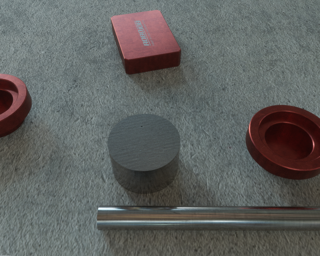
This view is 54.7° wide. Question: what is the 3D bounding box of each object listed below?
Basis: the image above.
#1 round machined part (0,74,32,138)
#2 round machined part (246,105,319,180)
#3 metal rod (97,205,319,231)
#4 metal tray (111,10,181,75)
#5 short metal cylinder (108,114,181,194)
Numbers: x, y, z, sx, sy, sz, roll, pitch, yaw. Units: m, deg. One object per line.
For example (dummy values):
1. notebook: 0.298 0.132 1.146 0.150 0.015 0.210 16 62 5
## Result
1. round machined part: -0.221 -0.024 0.410 0.099 0.042 0.098 0 50 0
2. round machined part: 0.154 0.021 0.377 0.099 0.042 0.098 0 50 0
3. metal rod: 0.088 0.095 0.324 0.302 0.025 0.025 0 50 0
4. metal tray: -0.027 -0.149 0.525 0.091 0.030 0.130 -12 51 -10
5. short metal cylinder: -0.018 0.029 0.362 0.081 0.050 0.080 0 50 0
